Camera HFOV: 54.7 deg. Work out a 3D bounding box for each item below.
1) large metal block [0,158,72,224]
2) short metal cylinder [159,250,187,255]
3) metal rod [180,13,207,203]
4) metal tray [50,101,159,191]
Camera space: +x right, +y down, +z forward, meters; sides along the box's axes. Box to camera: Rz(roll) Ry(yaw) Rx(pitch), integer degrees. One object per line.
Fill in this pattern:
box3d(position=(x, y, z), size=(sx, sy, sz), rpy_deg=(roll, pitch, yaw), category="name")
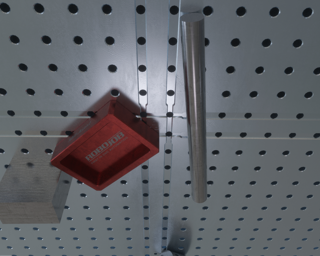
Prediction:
box3d(position=(-0.181, 0.090, 0.450), size=(0.080, 0.080, 0.050), rpy_deg=(0, 130, 0), category="large metal block")
box3d(position=(0.027, 0.295, 0.627), size=(0.050, 0.080, 0.080), rpy_deg=(25, 126, -20), category="short metal cylinder")
box3d(position=(0.049, 0.000, 0.411), size=(0.025, 0.025, 0.298), rpy_deg=(-5, 130, 4), category="metal rod")
box3d(position=(-0.076, 0.030, 0.432), size=(0.130, 0.030, 0.090), rpy_deg=(-36, 122, 26), category="metal tray")
